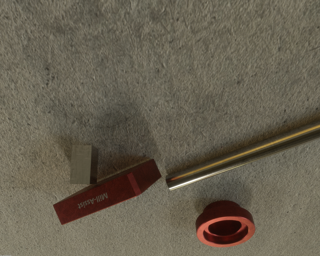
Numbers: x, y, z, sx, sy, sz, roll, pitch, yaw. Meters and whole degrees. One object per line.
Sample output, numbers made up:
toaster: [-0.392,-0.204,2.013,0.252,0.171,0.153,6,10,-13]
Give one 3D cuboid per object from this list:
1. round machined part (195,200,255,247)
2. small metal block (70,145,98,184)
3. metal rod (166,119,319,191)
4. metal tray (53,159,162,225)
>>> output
round machined part: [0.111,0.163,0.536,0.099,0.042,0.097,-1,130,0]
small metal block: [-0.101,0.051,0.419,0.025,0.050,0.050,1,170,-1]
metal rod: [0.146,0.029,0.434,0.300,0.025,0.025,-23,127,18]
metal tray: [-0.072,0.088,0.439,0.130,0.090,0.030,-25,88,19]
